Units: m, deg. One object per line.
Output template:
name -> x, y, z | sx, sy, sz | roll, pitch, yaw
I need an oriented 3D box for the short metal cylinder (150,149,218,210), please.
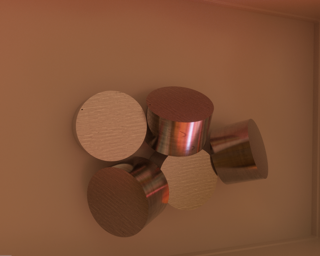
short metal cylinder -> 0.028, 0.062, 0.407 | 0.081, 0.050, 0.079 | 0, 90, -21

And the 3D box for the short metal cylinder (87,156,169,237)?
short metal cylinder -> -0.036, 0.078, 0.360 | 0.050, 0.080, 0.079 | -18, 99, -62

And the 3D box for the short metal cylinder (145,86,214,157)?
short metal cylinder -> 0.021, -0.010, 0.381 | 0.081, 0.080, 0.050 | -9, 129, -20

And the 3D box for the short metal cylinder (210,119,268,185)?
short metal cylinder -> 0.107, 0.032, 0.415 | 0.080, 0.050, 0.080 | 36, 46, -49

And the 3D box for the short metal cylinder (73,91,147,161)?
short metal cylinder -> -0.062, -0.002, 0.372 | 0.081, 0.050, 0.079 | 0, 90, -21
